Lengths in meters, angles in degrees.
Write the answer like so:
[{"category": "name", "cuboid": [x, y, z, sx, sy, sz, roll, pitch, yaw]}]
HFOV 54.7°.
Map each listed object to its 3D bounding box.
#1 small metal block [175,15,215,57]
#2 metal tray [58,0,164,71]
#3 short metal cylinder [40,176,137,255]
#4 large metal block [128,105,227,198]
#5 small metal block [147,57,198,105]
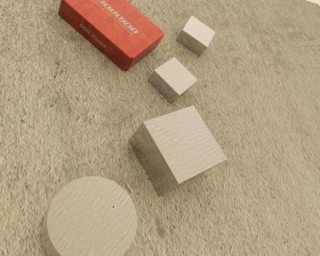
[{"category": "small metal block", "cuboid": [0.062, -0.158, 0.534, 0.050, 0.025, 0.050, 33, 51, -7]}, {"category": "metal tray", "cuboid": [-0.070, -0.154, 0.457, 0.130, 0.030, 0.090, 41, 51, 0]}, {"category": "short metal cylinder", "cuboid": [-0.068, 0.092, 0.295, 0.081, 0.050, 0.080, 14, 56, -21]}, {"category": "large metal block", "cuboid": [0.021, 0.027, 0.383, 0.081, 0.050, 0.080, -20, 72, -35]}, {"category": "small metal block", "cuboid": [0.019, -0.070, 0.457, 0.050, 0.025, 0.050, 45, 51, 3]}]
